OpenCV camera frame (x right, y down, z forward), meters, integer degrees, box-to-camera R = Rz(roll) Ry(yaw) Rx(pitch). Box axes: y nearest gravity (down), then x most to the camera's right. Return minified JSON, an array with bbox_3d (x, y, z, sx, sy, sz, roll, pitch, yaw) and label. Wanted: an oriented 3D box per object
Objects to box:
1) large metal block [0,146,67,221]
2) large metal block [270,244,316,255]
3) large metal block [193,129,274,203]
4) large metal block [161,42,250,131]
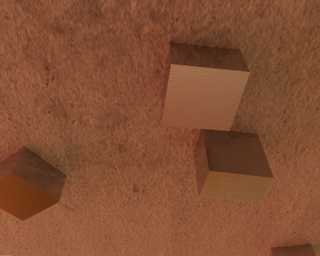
[{"bbox_3d":[-0.202,0.085,0.460,0.080,0.050,0.080,-30,125,22],"label":"large metal block"},{"bbox_3d":[0.273,0.286,0.619,0.080,0.080,0.050,-8,130,6],"label":"large metal block"},{"bbox_3d":[0.093,0.048,0.414,0.081,0.080,0.050,7,130,-7],"label":"large metal block"},{"bbox_3d":[0.046,-0.046,0.353,0.081,0.050,0.079,5,130,-5],"label":"large metal block"}]
